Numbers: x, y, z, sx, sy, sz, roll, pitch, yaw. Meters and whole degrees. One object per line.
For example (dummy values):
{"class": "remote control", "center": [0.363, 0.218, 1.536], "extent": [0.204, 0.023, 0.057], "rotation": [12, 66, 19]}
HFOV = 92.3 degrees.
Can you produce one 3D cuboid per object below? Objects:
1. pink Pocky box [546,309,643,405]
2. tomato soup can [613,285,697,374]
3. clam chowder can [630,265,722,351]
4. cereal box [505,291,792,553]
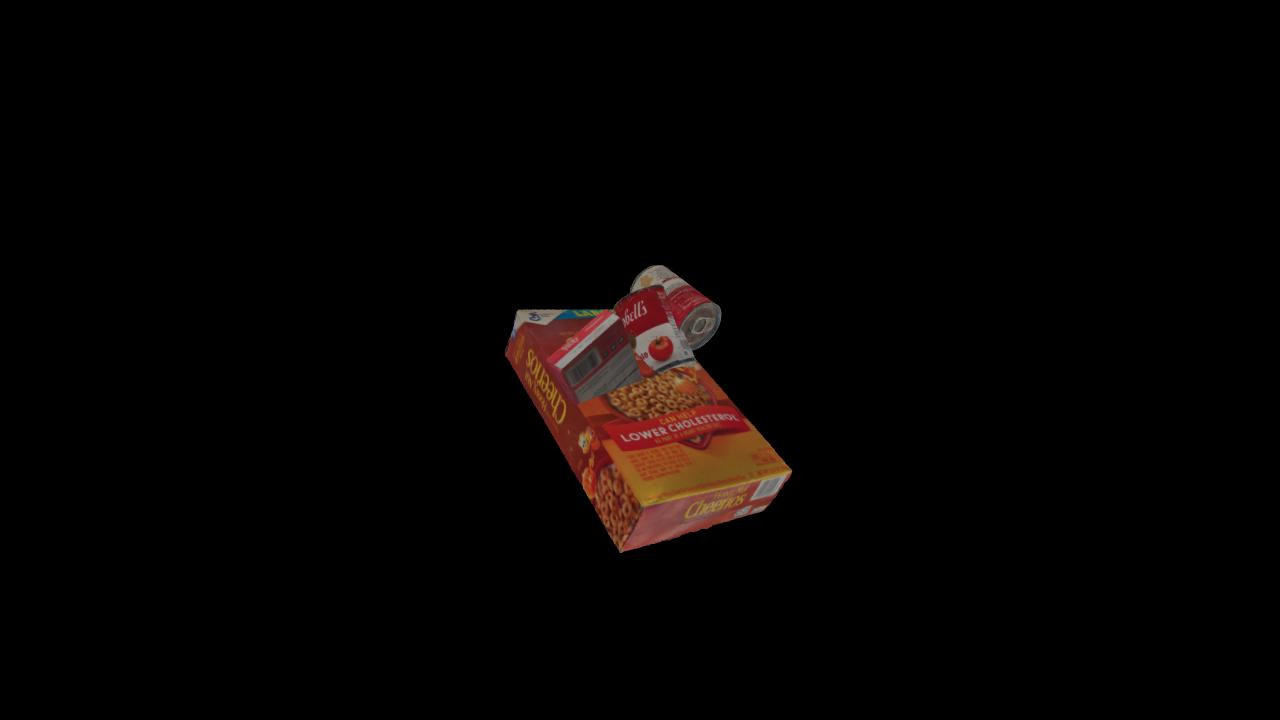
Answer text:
{"class": "pink Pocky box", "center": [-0.038, 0.028, 0.651], "extent": [0.084, 0.155, 0.029], "rotation": [-42, 51, -20]}
{"class": "tomato soup can", "center": [0.018, -0.029, 0.732], "extent": [0.068, 0.101, 0.068], "rotation": [-23, -11, -5]}
{"class": "clam chowder can", "center": [0.042, -0.067, 0.760], "extent": [0.068, 0.068, 0.102], "rotation": [0, 34, -45]}
{"class": "cereal box", "center": [-0.002, 0.053, 0.698], "extent": [0.203, 0.081, 0.306], "rotation": [-3, 41, -36]}
